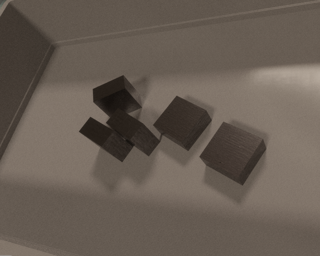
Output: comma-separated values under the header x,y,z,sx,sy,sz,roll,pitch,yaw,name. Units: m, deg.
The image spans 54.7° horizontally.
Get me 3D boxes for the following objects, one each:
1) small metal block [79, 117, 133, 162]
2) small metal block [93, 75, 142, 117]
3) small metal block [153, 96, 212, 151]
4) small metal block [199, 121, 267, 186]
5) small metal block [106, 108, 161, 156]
x,y,z,sx,sy,sz,roll,pitch,yaw,name
-0.072,0.016,0.416,0.050,0.050,0.025,27,77,37,small metal block
-0.061,-0.043,0.446,0.050,0.050,0.025,-22,54,15,small metal block
0.028,-0.007,0.394,0.050,0.025,0.050,32,79,37,small metal block
0.081,0.028,0.346,0.050,0.025,0.050,28,77,37,small metal block
-0.034,0.006,0.403,0.050,0.050,0.025,31,79,37,small metal block
